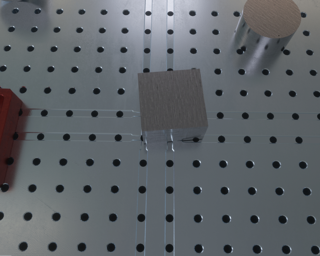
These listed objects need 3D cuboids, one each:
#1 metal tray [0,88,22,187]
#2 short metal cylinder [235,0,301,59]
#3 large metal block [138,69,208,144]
[{"bbox_3d":[-0.243,0.011,0.403,0.091,0.030,0.130,3,70,1],"label":"metal tray"},{"bbox_3d":[0.156,-0.150,0.454,0.081,0.050,0.080,0,70,0],"label":"short metal cylinder"},{"bbox_3d":[0.015,-0.028,0.409,0.081,0.050,0.080,-5,70,-2],"label":"large metal block"}]
